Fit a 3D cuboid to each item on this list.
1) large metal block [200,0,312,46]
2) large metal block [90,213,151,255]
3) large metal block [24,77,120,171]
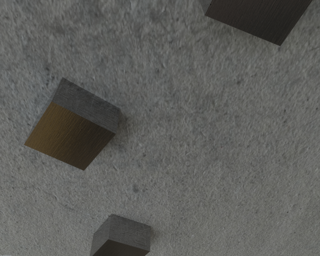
[{"bbox_3d":[0.092,-0.133,0.279,0.081,0.050,0.079,17,128,-14],"label":"large metal block"},{"bbox_3d":[-0.073,0.210,0.569,0.080,0.050,0.080,25,126,-20],"label":"large metal block"},{"bbox_3d":[-0.108,-0.002,0.387,0.080,0.050,0.080,29,124,-23],"label":"large metal block"}]
